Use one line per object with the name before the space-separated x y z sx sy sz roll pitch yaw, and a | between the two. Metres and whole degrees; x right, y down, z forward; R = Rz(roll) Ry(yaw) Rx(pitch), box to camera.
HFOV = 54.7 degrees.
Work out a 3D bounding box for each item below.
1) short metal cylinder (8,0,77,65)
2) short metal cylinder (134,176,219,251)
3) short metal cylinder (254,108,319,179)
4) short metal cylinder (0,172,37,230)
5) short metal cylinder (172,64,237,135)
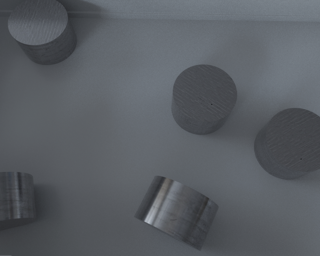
short metal cylinder | -0.166 -0.138 0.445 0.081 0.050 0.080 0 70 0
short metal cylinder | 0.018 0.095 0.346 0.080 0.080 0.050 25 72 8
short metal cylinder | 0.166 0.021 0.391 0.081 0.050 0.080 0 70 0
short metal cylinder | -0.183 0.085 0.347 0.081 0.080 0.050 -12 71 -5
short metal cylinder | 0.056 -0.036 0.410 0.081 0.050 0.080 0 70 0
